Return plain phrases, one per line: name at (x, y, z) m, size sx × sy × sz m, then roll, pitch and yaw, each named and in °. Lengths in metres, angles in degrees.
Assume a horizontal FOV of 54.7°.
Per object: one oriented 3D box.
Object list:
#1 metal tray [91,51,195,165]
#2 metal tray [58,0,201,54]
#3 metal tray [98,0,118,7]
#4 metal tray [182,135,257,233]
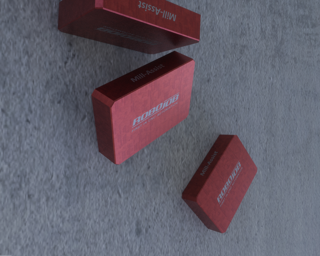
metal tray at (-0.015, -0.026, 0.363) m, size 0.131 × 0.030 × 0.089 m, roll -34°, pitch 143°, yaw -35°
metal tray at (-0.031, -0.115, 0.337) m, size 0.131 × 0.090 × 0.030 m, roll 3°, pitch 89°, yaw -40°
metal tray at (-0.076, -0.199, 0.311) m, size 0.091 × 0.030 × 0.130 m, roll 18°, pitch 60°, yaw -39°
metal tray at (0.098, 0.085, 0.487) m, size 0.130 × 0.030 × 0.090 m, roll -52°, pitch 121°, yaw -27°
